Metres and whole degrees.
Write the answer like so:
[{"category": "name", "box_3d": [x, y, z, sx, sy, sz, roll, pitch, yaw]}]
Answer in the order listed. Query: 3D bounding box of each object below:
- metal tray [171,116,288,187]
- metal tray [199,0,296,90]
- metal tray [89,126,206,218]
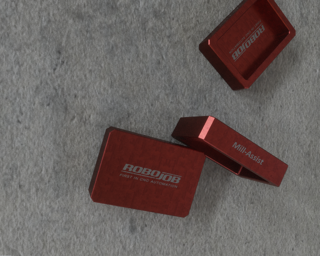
[{"category": "metal tray", "box_3d": [0.089, 0.030, 0.408, 0.131, 0.090, 0.030, 31, 80, -18]}, {"category": "metal tray", "box_3d": [0.131, -0.130, 0.455, 0.130, 0.030, 0.090, -47, 105, -14]}, {"category": "metal tray", "box_3d": [-0.015, 0.058, 0.396, 0.131, 0.030, 0.089, 16, 92, -20]}]
